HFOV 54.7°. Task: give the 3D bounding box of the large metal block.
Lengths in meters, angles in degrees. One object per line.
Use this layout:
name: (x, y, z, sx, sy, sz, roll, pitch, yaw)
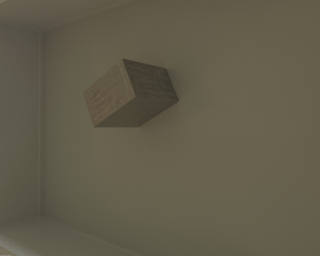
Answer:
large metal block: (-0.037, -0.040, 0.399, 0.080, 0.081, 0.050, -31, 71, 35)
